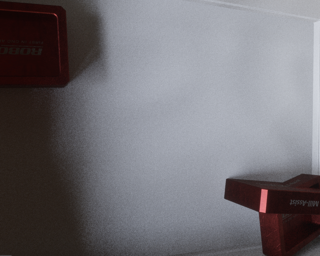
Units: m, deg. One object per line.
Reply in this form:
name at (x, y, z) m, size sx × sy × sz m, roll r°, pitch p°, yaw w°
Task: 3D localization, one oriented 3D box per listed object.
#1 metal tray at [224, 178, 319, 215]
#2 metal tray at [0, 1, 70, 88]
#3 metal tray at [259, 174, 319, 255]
metal tray at (0.171, 0.097, 0.440) m, size 0.131 × 0.090 × 0.030 m, roll 7°, pitch 87°, yaw -20°
metal tray at (-0.172, -0.091, 0.344) m, size 0.131 × 0.030 × 0.089 m, roll -3°, pitch 91°, yaw -20°
metal tray at (0.198, 0.126, 0.458) m, size 0.131 × 0.030 × 0.089 m, roll -10°, pitch 95°, yaw -38°
